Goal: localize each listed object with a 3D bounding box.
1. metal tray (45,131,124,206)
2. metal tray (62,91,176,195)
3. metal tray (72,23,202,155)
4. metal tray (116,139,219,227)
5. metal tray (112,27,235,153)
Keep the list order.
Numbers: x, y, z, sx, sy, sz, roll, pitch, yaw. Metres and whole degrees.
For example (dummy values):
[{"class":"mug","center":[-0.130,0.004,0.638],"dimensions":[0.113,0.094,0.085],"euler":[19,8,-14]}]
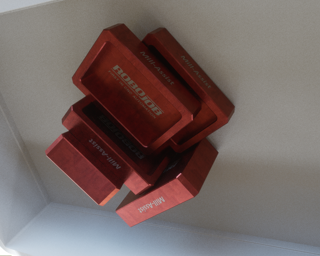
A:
[{"class":"metal tray","center":[-0.083,0.039,0.406],"dimensions":[0.090,0.130,0.030],"euler":[45,99,-3]},{"class":"metal tray","center":[-0.045,0.009,0.391],"dimensions":[0.130,0.090,0.030],"euler":[45,129,-3]},{"class":"metal tray","center":[-0.029,-0.040,0.353],"dimensions":[0.130,0.030,0.090],"euler":[45,129,-3]},{"class":"metal tray","center":[0.008,0.070,0.402],"dimensions":[0.030,0.090,0.129],"euler":[49,128,-6]},{"class":"metal tray","center":[0.013,-0.041,0.372],"dimensions":[0.130,0.030,0.090],"euler":[48,130,-5]}]
